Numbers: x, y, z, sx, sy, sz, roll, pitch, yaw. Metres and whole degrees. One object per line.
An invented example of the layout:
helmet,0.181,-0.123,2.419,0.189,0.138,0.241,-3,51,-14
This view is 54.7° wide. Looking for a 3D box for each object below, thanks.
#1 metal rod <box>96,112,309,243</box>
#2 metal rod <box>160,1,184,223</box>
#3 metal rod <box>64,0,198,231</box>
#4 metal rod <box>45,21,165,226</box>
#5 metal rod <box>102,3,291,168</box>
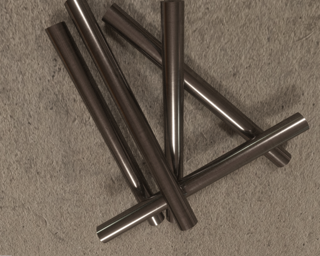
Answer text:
metal rod,0.049,0.068,0.402,0.301,0.025,0.025,-31,108,7
metal rod,0.017,0.000,0.391,0.025,0.025,0.298,-2,117,0
metal rod,-0.031,-0.013,0.369,0.025,0.025,0.299,-26,95,9
metal rod,-0.064,0.008,0.411,0.025,0.025,0.299,-22,109,7
metal rod,0.056,-0.045,0.393,0.301,0.025,0.025,38,106,-13
